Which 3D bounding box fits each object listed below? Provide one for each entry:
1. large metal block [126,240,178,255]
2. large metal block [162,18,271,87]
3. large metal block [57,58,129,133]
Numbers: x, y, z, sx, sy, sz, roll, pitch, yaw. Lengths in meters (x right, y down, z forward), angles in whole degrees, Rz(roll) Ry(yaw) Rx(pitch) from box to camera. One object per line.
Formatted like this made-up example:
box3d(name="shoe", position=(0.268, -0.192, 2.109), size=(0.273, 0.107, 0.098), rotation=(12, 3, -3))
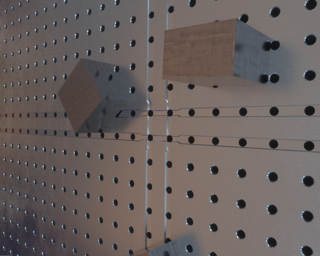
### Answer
box3d(name="large metal block", position=(-0.013, 0.202, 0.405), size=(0.080, 0.050, 0.080), rotation=(-32, 70, 35))
box3d(name="large metal block", position=(0.060, -0.073, 0.325), size=(0.080, 0.081, 0.050), rotation=(5, 93, 40))
box3d(name="large metal block", position=(-0.106, -0.048, 0.482), size=(0.080, 0.050, 0.080), rotation=(-44, 63, 31))
